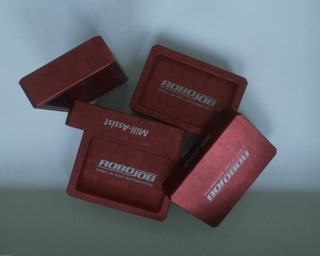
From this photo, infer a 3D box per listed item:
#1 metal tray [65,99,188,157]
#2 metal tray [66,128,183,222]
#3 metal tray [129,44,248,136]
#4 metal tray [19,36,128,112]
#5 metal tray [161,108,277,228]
[{"bbox_3d":[-0.036,-0.001,0.376,0.131,0.090,0.030,16,90,-1],"label":"metal tray"},{"bbox_3d":[-0.044,0.059,0.405,0.131,0.030,0.090,16,90,-1],"label":"metal tray"},{"bbox_3d":[0.037,-0.043,0.408,0.131,0.030,0.090,21,90,-1],"label":"metal tray"},{"bbox_3d":[-0.088,-0.054,0.355,0.090,0.130,0.030,-30,91,0],"label":"metal tray"},{"bbox_3d":[0.076,0.051,0.389,0.090,0.030,0.130,39,90,-29],"label":"metal tray"}]
